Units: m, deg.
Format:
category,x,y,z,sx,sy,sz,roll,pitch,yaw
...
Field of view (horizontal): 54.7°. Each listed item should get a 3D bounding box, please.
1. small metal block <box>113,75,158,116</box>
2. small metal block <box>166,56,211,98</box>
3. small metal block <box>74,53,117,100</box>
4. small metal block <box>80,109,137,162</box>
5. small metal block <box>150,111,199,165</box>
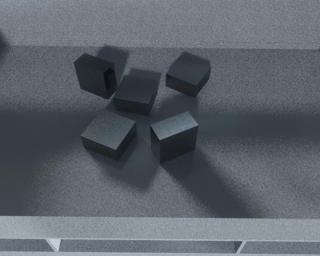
category,x,y,z,sx,sy,sz,roll,pitch,yaw
small metal block,-0.034,-0.047,0.445,0.050,0.025,0.050,11,51,8
small metal block,0.043,-0.079,0.472,0.050,0.025,0.050,25,54,19
small metal block,-0.092,-0.075,0.451,0.050,0.050,0.025,23,54,17
small metal block,-0.064,0.008,0.397,0.050,0.025,0.050,20,53,16
small metal block,0.017,0.012,0.379,0.050,0.050,0.025,-21,53,-17
